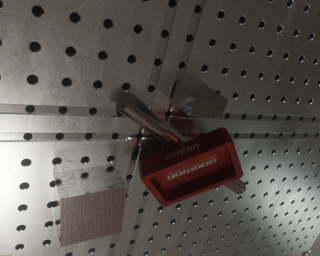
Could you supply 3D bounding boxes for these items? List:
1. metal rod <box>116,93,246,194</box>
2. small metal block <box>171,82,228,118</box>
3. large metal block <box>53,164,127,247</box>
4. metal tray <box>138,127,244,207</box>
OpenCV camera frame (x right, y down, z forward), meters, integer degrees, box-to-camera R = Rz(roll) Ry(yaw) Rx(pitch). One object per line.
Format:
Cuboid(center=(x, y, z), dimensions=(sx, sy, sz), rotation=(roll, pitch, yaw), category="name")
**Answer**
Cuboid(center=(0.050, 0.039, 0.464), dimensions=(0.025, 0.025, 0.301), rotation=(-49, 129, 6), category="metal rod")
Cuboid(center=(0.050, -0.036, 0.402), dimensions=(0.050, 0.050, 0.025), rotation=(1, 118, -29), category="small metal block")
Cuboid(center=(-0.094, 0.100, 0.407), dimensions=(0.081, 0.050, 0.079), rotation=(-6, 121, -26), category="large metal block")
Cuboid(center=(0.046, 0.059, 0.442), dimensions=(0.130, 0.030, 0.090), rotation=(-23, 135, 6), category="metal tray")
